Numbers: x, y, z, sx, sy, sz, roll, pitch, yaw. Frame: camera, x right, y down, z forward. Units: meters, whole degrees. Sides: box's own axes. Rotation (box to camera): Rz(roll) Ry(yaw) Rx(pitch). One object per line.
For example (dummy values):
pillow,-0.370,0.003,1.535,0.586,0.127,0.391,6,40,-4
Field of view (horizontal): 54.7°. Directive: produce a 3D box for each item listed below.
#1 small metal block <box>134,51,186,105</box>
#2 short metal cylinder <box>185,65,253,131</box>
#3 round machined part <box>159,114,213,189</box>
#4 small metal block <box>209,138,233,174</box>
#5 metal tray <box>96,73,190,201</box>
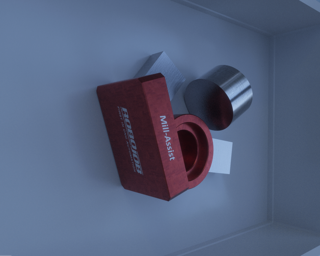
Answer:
small metal block,-0.001,-0.063,0.406,0.050,0.025,0.050,47,62,-28
short metal cylinder,0.083,-0.043,0.440,0.050,0.080,0.080,-36,113,-34
round machined part,0.023,0.030,0.413,0.099,0.042,0.097,0,90,-40
small metal block,0.084,0.043,0.477,0.050,0.025,0.050,12,82,-38
metal tray,-0.021,0.010,0.346,0.030,0.090,0.129,-22,104,-38
